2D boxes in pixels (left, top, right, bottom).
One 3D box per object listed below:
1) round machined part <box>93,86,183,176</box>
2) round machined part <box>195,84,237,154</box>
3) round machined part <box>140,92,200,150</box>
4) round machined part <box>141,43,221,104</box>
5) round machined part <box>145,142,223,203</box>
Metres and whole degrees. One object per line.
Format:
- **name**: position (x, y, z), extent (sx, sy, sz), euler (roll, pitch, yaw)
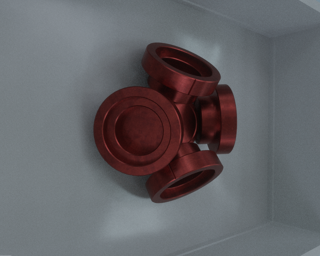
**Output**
- **round machined part**: position (-0.021, 0.002, 0.353), extent (0.042, 0.098, 0.097), euler (-24, 109, -77)
- **round machined part**: position (0.071, -0.012, 0.432), extent (0.042, 0.098, 0.097), euler (-2, 92, -4)
- **round machined part**: position (0.014, -0.006, 0.406), extent (0.099, 0.042, 0.097), euler (0, 90, -40)
- **round machined part**: position (0.023, -0.066, 0.390), extent (0.099, 0.098, 0.042), euler (-5, 131, -40)
- **round machined part**: position (0.027, 0.054, 0.393), extent (0.099, 0.097, 0.042), euler (-2, 55, -40)
